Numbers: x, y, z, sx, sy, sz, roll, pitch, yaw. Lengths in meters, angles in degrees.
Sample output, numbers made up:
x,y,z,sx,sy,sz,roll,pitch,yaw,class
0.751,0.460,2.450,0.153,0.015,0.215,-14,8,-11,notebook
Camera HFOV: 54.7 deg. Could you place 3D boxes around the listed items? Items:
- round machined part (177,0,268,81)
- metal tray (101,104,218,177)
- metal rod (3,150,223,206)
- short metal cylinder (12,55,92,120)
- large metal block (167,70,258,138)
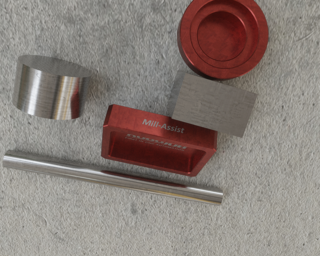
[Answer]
x,y,z,sx,sy,sz,roll,pitch,yaw,class
0.068,-0.103,0.354,0.099,0.042,0.097,0,92,-6,round machined part
-0.005,0.020,0.387,0.131,0.030,0.090,13,149,-5,metal tray
-0.061,0.071,0.435,0.302,0.025,0.025,11,110,-5,metal rod
-0.125,-0.049,0.361,0.081,0.080,0.050,15,109,-6,short metal cylinder
0.056,-0.032,0.366,0.080,0.080,0.050,15,101,-6,large metal block
